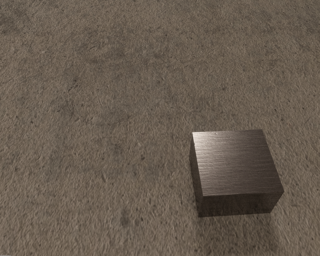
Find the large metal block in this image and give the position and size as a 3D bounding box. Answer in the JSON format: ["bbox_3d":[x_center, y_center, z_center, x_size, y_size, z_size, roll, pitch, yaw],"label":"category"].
[{"bbox_3d":[0.079,0.050,0.346,0.081,0.050,0.080,-3,50,-3],"label":"large metal block"}]
